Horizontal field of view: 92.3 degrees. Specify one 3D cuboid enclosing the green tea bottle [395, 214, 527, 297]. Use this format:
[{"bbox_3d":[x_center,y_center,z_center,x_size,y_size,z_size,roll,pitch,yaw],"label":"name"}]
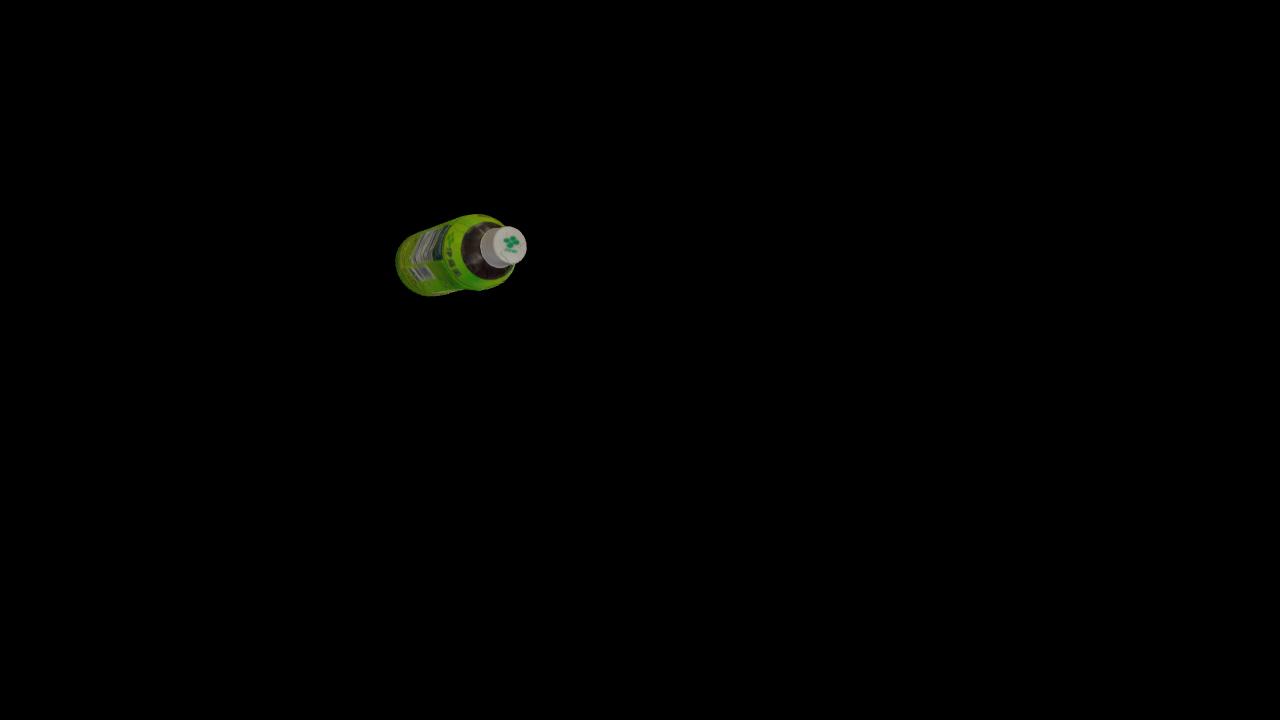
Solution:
[{"bbox_3d":[-0.168,-0.097,0.579,0.073,0.073,0.212,0,4,-36],"label":"green tea bottle"}]
